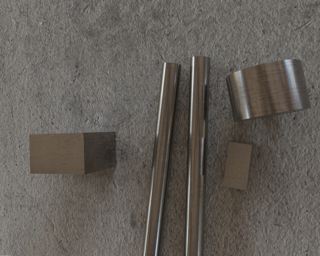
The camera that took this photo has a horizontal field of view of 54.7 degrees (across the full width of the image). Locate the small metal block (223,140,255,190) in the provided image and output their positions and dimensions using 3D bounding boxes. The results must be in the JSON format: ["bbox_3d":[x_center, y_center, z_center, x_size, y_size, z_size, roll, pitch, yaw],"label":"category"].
[{"bbox_3d":[0.093,0.041,0.363,0.025,0.050,0.050,8,93,19],"label":"small metal block"}]

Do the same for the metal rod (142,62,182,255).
[{"bbox_3d":[0.000,0.065,0.408,0.025,0.025,0.298,7,92,19],"label":"metal rod"}]

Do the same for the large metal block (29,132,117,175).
[{"bbox_3d":[-0.115,0.032,0.419,0.080,0.080,0.050,-2,90,19],"label":"large metal block"}]

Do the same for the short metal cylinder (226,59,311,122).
[{"bbox_3d":[0.117,-0.038,0.339,0.080,0.080,0.050,-11,87,19],"label":"short metal cylinder"}]

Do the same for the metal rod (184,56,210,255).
[{"bbox_3d":[0.046,0.061,0.392,0.025,0.025,0.298,2,91,19],"label":"metal rod"}]
